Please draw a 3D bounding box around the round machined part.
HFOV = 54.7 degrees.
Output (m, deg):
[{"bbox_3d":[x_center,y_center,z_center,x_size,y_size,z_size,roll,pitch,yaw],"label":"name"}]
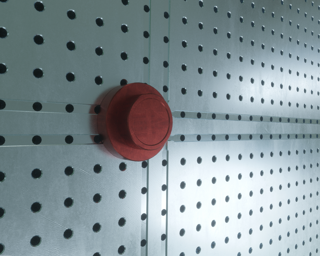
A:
[{"bbox_3d":[-0.023,-0.007,0.381,0.099,0.042,0.097,0,90,-40],"label":"round machined part"}]
